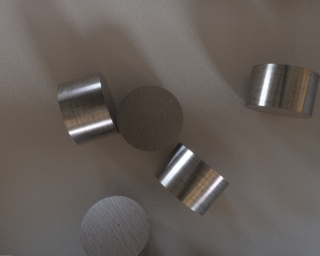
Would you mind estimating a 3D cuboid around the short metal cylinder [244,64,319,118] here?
[{"bbox_3d":[0.151,-0.044,0.386,0.080,0.080,0.050,12,90,-1],"label":"short metal cylinder"}]

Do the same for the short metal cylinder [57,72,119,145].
[{"bbox_3d":[-0.086,-0.024,0.383,0.050,0.080,0.080,-17,90,0],"label":"short metal cylinder"}]

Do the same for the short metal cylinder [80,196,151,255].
[{"bbox_3d":[-0.052,0.131,0.381,0.081,0.050,0.080,0,58,1],"label":"short metal cylinder"}]

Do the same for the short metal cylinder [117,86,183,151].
[{"bbox_3d":[-0.012,-0.012,0.399,0.081,0.050,0.079,0,90,-1],"label":"short metal cylinder"}]

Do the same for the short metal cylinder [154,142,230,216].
[{"bbox_3d":[0.039,0.062,0.385,0.080,0.080,0.050,40,90,-1],"label":"short metal cylinder"}]
